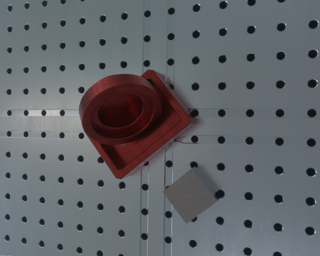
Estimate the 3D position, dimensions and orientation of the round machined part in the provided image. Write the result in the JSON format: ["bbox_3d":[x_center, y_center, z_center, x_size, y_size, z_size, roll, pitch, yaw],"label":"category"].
[{"bbox_3d":[-0.051,-0.027,0.385,0.098,0.098,0.042,-40,48,16],"label":"round machined part"}]

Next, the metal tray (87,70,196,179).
[{"bbox_3d":[-0.029,-0.004,0.420,0.130,0.030,0.090,-40,78,15],"label":"metal tray"}]

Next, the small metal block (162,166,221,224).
[{"bbox_3d":[0.041,0.085,0.398,0.050,0.025,0.050,-41,77,15],"label":"small metal block"}]
